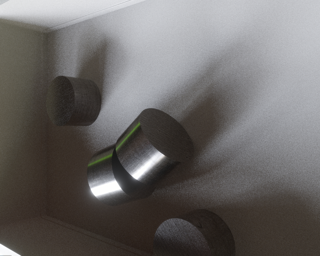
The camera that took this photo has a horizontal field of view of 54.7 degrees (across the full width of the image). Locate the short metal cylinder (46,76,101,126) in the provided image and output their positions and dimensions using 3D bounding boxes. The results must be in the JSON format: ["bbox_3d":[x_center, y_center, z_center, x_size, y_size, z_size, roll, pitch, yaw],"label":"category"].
[{"bbox_3d":[-0.142,-0.043,0.508,0.080,0.050,0.080,0,90,40],"label":"short metal cylinder"}]

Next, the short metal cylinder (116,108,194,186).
[{"bbox_3d":[-0.006,0.022,0.376,0.050,0.081,0.080,-46,63,30],"label":"short metal cylinder"}]

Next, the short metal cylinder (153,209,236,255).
[{"bbox_3d":[0.039,0.139,0.358,0.080,0.050,0.080,0,90,40],"label":"short metal cylinder"}]

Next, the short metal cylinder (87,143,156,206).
[{"bbox_3d":[-0.048,0.059,0.411,0.050,0.081,0.080,-25,75,37],"label":"short metal cylinder"}]
